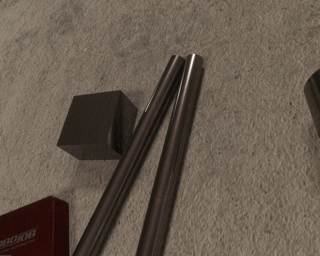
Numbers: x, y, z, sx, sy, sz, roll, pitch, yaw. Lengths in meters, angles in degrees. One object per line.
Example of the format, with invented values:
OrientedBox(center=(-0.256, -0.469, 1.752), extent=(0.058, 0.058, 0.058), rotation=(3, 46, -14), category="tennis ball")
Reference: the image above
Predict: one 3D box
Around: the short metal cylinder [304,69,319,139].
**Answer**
OrientedBox(center=(0.183, -0.025, 0.288), extent=(0.080, 0.080, 0.050), rotation=(-14, 56, 20), category="short metal cylinder")

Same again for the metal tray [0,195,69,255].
OrientedBox(center=(-0.181, 0.152, 0.400), extent=(0.130, 0.030, 0.090), rotation=(-23, 53, 14), category="metal tray")

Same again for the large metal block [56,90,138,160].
OrientedBox(center=(-0.085, -0.002, 0.432), extent=(0.080, 0.050, 0.080), rotation=(-4, 60, 26), category="large metal block")

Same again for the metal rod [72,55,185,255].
OrientedBox(center=(-0.033, 0.031, 0.400), extent=(0.025, 0.025, 0.300), rotation=(13, 68, 33), category="metal rod")

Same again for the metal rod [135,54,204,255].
OrientedBox(center=(0.013, 0.036, 0.373), extent=(0.025, 0.025, 0.300), rotation=(1, 62, 28), category="metal rod")
